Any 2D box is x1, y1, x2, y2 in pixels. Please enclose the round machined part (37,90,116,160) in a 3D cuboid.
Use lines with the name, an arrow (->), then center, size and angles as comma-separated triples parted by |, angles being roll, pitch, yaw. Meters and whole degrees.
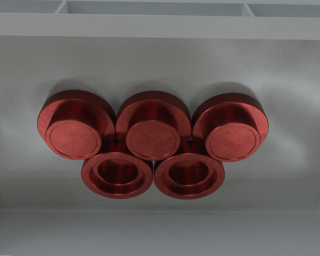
round machined part -> -0.107, 0.003, 0.396 | 0.099, 0.042, 0.097 | -1, 129, -1

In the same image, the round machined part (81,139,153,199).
round machined part -> -0.058, 0.055, 0.441 | 0.099, 0.042, 0.097 | 0, 130, 0

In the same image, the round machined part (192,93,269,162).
round machined part -> 0.091, 0.007, 0.401 | 0.099, 0.042, 0.097 | 0, 129, 0

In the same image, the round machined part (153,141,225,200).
round machined part -> 0.040, 0.056, 0.444 | 0.099, 0.042, 0.097 | 0, 130, 0

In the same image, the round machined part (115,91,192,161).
round machined part -> -0.009, 0.004, 0.398 | 0.099, 0.042, 0.097 | 0, 129, 0
